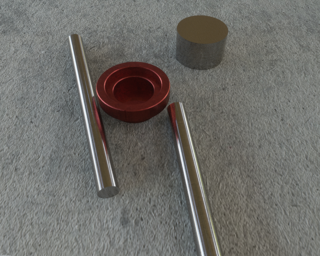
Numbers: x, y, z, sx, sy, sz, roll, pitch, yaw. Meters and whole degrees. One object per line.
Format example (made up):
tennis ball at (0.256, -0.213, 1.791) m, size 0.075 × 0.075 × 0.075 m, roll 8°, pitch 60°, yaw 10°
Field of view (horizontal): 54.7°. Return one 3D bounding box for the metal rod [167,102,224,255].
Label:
metal rod at (0.042, 0.087, 0.330) m, size 0.025 × 0.025 × 0.300 m, roll -6°, pitch 50°, yaw -5°

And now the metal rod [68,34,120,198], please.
metal rod at (-0.100, -0.039, 0.434) m, size 0.025 × 0.025 × 0.300 m, roll -13°, pitch 51°, yaw -11°

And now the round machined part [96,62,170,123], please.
round machined part at (-0.036, -0.045, 0.429) m, size 0.099 × 0.042 × 0.098 m, roll 0°, pitch 50°, yaw 0°

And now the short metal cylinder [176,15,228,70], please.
short metal cylinder at (0.067, -0.140, 0.506) m, size 0.081 × 0.050 × 0.080 m, roll 0°, pitch 50°, yaw 0°
